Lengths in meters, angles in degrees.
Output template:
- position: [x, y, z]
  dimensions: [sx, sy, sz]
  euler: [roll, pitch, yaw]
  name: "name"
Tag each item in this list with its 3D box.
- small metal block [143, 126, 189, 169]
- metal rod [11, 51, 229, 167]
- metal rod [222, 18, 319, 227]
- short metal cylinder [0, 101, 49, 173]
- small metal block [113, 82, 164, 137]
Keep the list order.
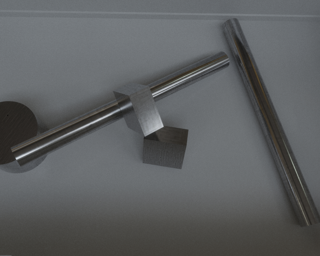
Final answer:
- position: [0.006, 0.023, 0.385]
  dimensions: [0.050, 0.050, 0.025]
  euler: [9, 49, 2]
  name: "small metal block"
- position: [-0.034, -0.033, 0.395]
  dimensions: [0.302, 0.025, 0.025]
  euler: [-28, 72, -20]
  name: "metal rod"
- position: [0.144, -0.021, 0.419]
  dimensions: [0.025, 0.025, 0.299]
  euler: [-13, 71, -5]
  name: "metal rod"
- position: [-0.186, 0.013, 0.389]
  dimensions: [0.081, 0.050, 0.080]
  euler: [0, 70, 0]
  name: "short metal cylinder"
- position: [-0.026, -0.023, 0.357]
  dimensions: [0.025, 0.050, 0.050]
  euler: [-28, 114, -20]
  name: "small metal block"
